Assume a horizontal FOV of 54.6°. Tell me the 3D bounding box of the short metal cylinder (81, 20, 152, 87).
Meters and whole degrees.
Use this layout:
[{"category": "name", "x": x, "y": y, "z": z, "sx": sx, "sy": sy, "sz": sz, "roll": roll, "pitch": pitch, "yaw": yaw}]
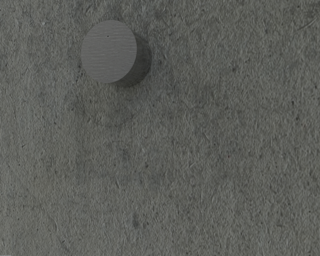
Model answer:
[{"category": "short metal cylinder", "x": -0.057, "y": -0.097, "z": 0.417, "sx": 0.080, "sy": 0.050, "sz": 0.080, "roll": 0, "pitch": 90, "yaw": 20}]
